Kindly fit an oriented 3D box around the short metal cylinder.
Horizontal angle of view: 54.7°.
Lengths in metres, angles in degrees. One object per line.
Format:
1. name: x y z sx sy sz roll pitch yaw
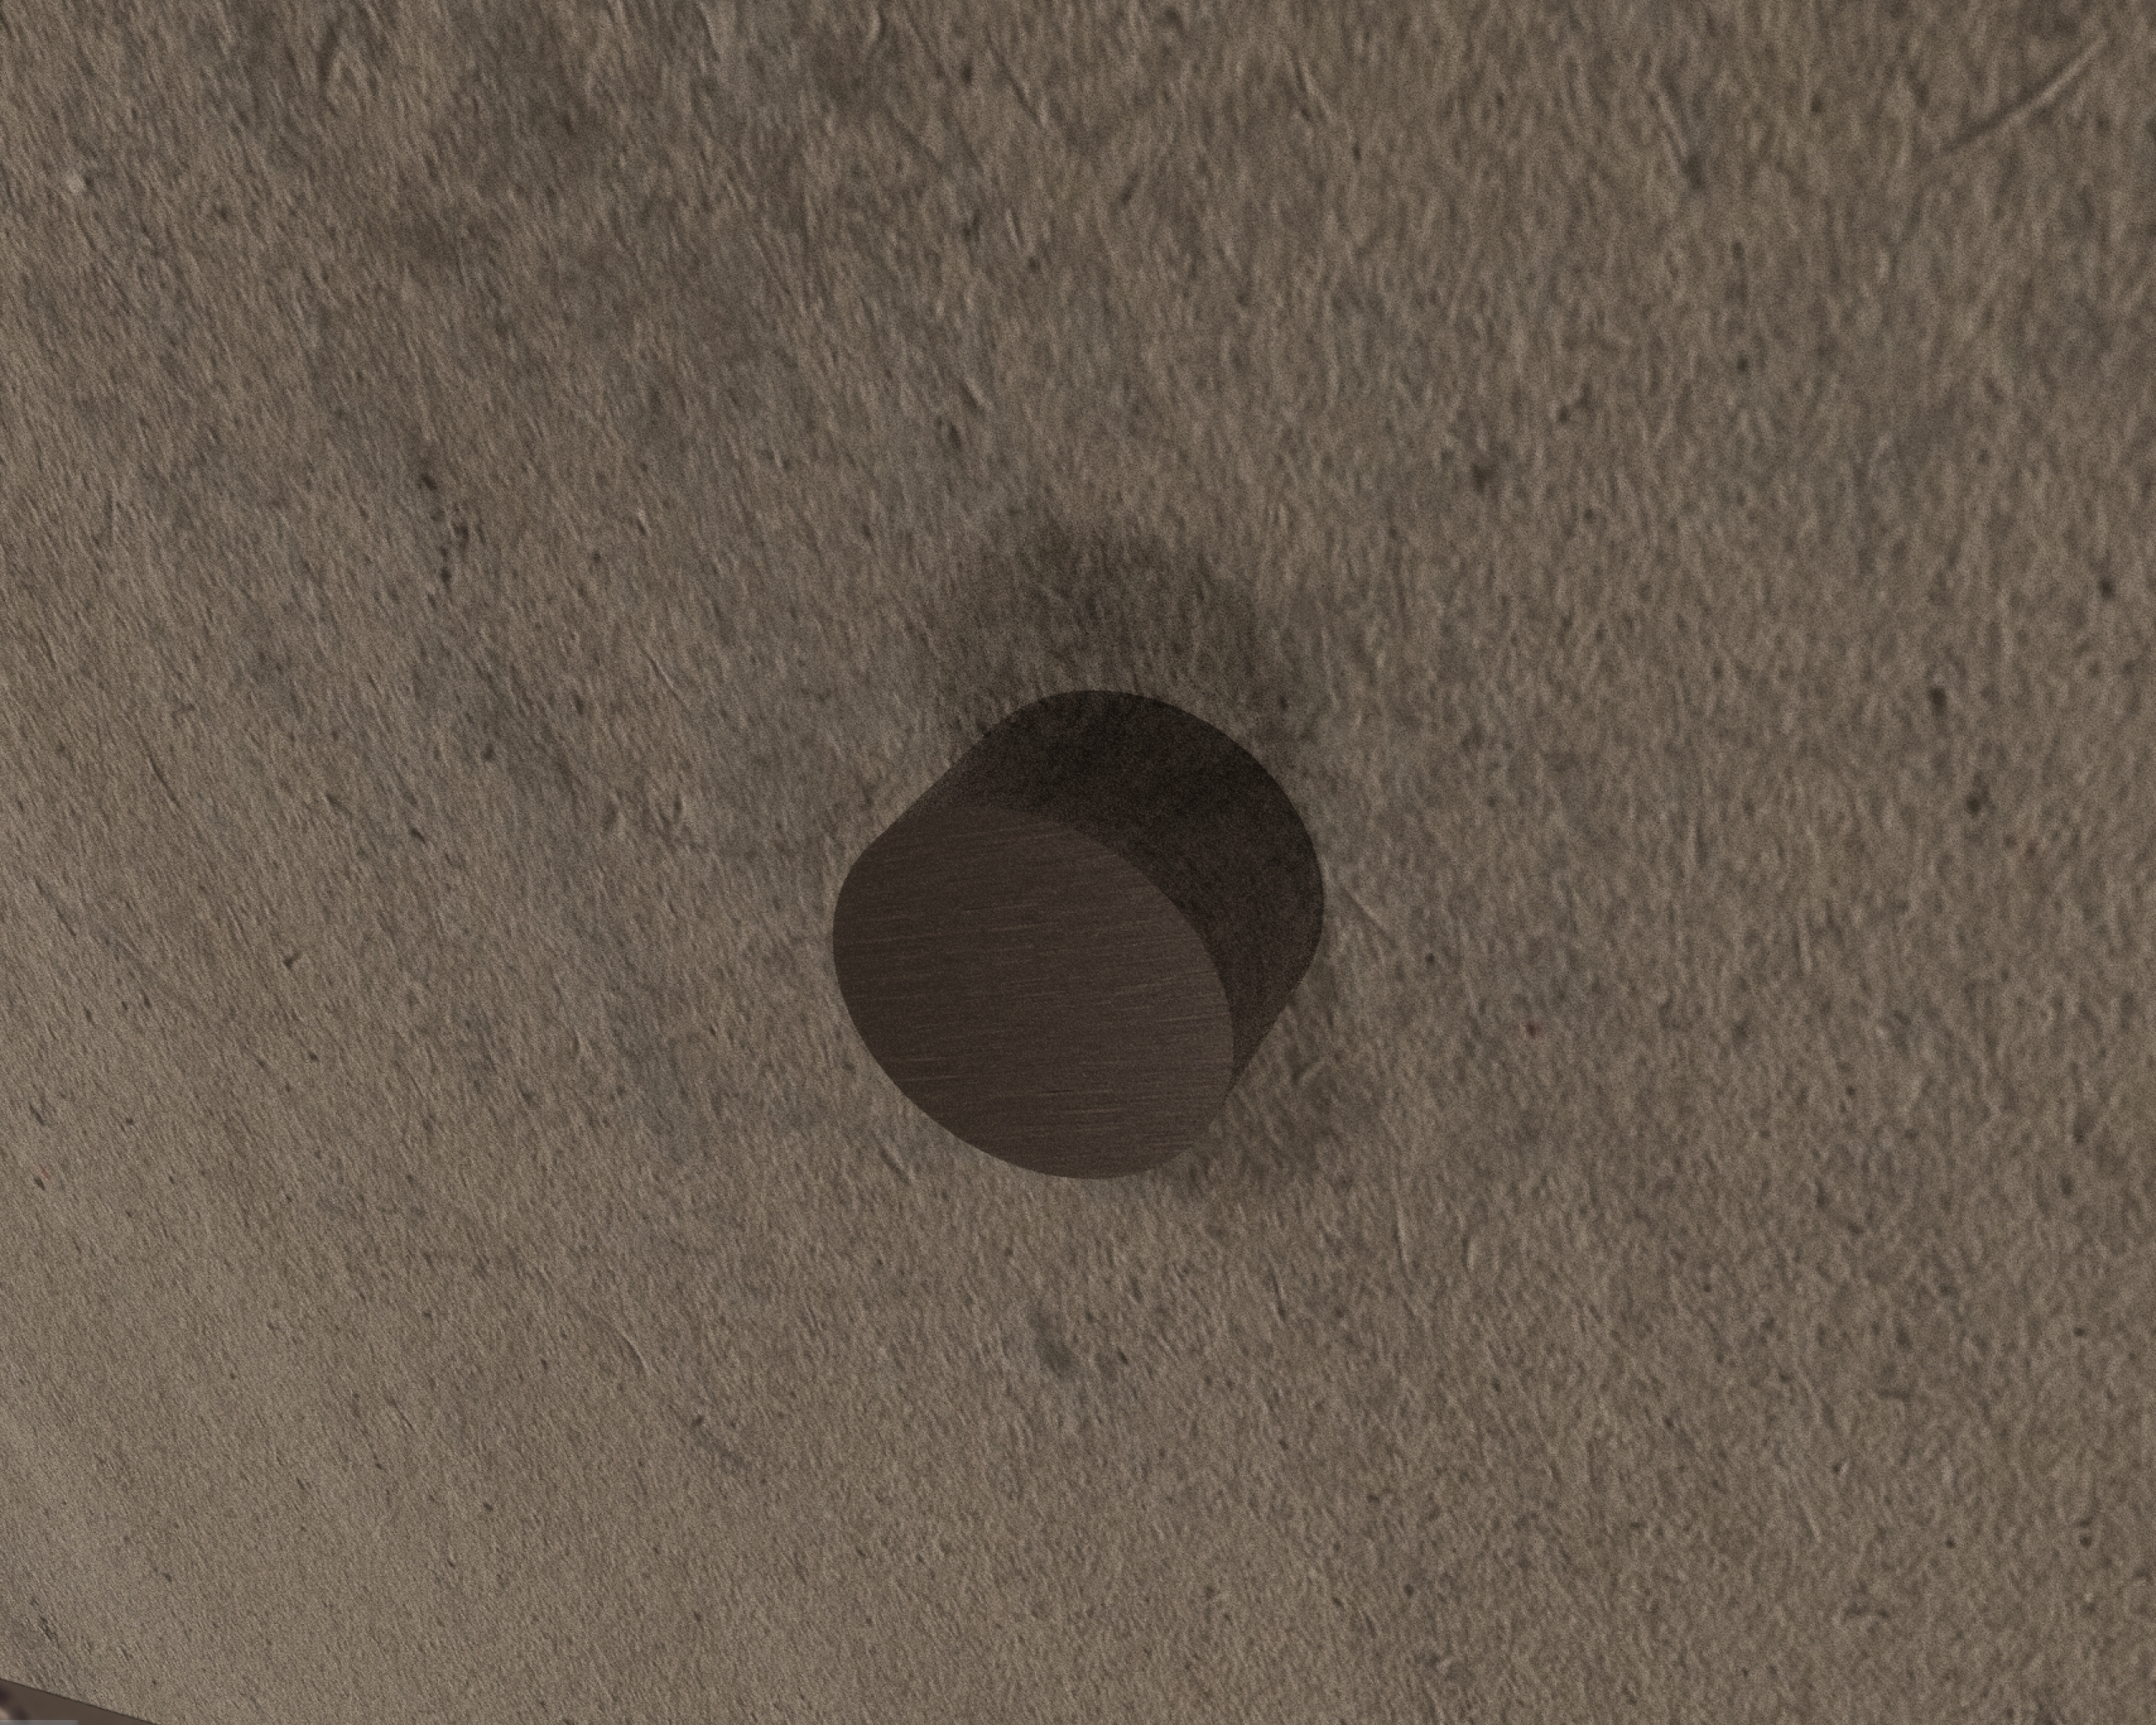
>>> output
1. short metal cylinder: 0.001 0.013 0.399 0.080 0.050 0.079 13 124 20
